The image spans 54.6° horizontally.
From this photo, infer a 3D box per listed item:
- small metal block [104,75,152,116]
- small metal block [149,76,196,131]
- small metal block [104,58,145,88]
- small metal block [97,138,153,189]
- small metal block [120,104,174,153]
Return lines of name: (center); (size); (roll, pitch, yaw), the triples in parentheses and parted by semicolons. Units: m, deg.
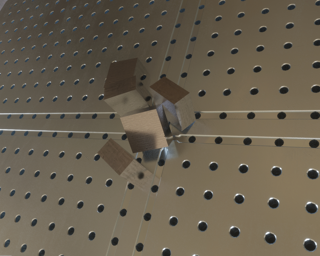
small metal block: (-0.045, -0.044, 0.444); (0.050, 0.050, 0.025); (-15, 56, 19)
small metal block: (0.017, -0.031, 0.400); (0.025, 0.050, 0.050); (-38, 50, -16)
small metal block: (-0.055, -0.079, 0.487); (0.050, 0.025, 0.050); (-4, 60, 26)
small metal block: (-0.043, 0.045, 0.388); (0.025, 0.050, 0.050); (-49, 51, -6)
small metal block: (-0.016, 0.001, 0.399); (0.050, 0.050, 0.025); (-13, 15, 21)
